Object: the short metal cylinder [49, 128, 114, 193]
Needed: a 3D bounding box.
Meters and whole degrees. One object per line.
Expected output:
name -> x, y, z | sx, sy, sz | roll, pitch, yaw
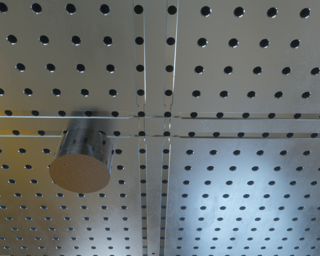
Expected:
short metal cylinder -> -0.107, 0.046, 0.433 | 0.081, 0.050, 0.079 | 0, 130, 0
